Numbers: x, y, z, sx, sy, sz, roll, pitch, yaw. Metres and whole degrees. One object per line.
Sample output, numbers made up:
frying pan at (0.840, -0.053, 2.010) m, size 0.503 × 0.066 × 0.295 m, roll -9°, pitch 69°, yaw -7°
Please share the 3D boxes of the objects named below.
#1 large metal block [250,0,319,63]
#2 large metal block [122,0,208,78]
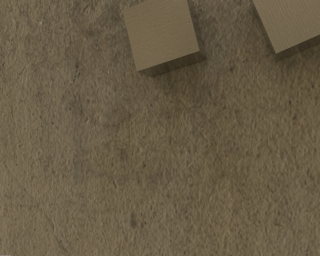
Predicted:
large metal block at (0.152, -0.130, 0.342) m, size 0.080 × 0.050 × 0.080 m, roll -23°, pitch 83°, yaw 18°
large metal block at (0.008, -0.117, 0.392) m, size 0.080 × 0.050 × 0.080 m, roll -15°, pitch 85°, yaw 19°
